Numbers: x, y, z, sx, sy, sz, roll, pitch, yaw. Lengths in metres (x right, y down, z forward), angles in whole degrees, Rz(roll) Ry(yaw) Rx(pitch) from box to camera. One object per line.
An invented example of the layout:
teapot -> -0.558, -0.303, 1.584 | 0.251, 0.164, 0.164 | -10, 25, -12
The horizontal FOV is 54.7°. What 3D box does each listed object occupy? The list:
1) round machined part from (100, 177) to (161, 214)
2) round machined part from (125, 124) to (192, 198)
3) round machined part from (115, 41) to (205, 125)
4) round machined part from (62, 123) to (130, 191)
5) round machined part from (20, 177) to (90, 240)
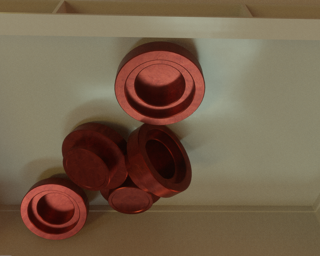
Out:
round machined part -> -0.044, 0.097, 0.480 | 0.099, 0.042, 0.097 | -1, 130, 0
round machined part -> -0.006, 0.044, 0.399 | 0.042, 0.098, 0.098 | -34, 123, 30
round machined part -> 0.000, -0.053, 0.353 | 0.099, 0.042, 0.097 | -1, 130, 0
round machined part -> -0.089, 0.045, 0.415 | 0.098, 0.042, 0.097 | 9, 122, 15
round machined part -> -0.160, 0.121, 0.484 | 0.099, 0.042, 0.097 | -1, 107, -3
